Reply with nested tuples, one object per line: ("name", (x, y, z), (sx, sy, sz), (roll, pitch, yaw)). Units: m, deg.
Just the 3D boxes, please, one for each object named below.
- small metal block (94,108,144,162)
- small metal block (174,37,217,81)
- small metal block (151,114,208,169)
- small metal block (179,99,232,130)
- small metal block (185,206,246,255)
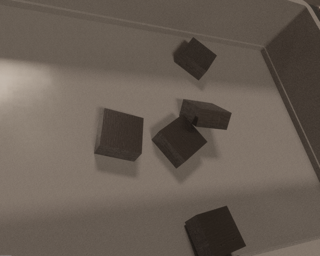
("small metal block", (-0.049, 0.009, 0.375), (0.050, 0.025, 0.050), (14, 56, -21))
("small metal block", (0.059, -0.114, 0.509), (0.050, 0.025, 0.050), (37, 51, -4))
("small metal block", (0.026, 0.017, 0.411), (0.050, 0.025, 0.050), (49, 51, 6))
("small metal block", (0.063, -0.019, 0.436), (0.050, 0.025, 0.050), (6, 17, -26))
("small metal block", (0.065, 0.124, 0.362), (0.050, 0.025, 0.050), (-4, 59, -36))
